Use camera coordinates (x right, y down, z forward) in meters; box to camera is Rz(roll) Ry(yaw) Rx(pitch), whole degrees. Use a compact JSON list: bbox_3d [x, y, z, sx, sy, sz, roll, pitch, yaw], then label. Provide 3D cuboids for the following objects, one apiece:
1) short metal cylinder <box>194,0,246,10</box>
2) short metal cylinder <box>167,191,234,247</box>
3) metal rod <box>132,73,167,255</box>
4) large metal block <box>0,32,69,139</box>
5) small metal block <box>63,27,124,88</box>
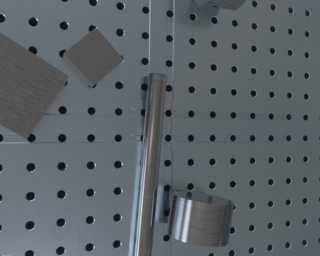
[{"bbox_3d":[0.083,-0.203,0.413,0.050,0.080,0.080,0,90,-20],"label":"short metal cylinder"},{"bbox_3d":[0.052,0.115,0.403,0.081,0.080,0.050,9,87,-20],"label":"short metal cylinder"},{"bbox_3d":[-0.016,0.078,0.406,0.025,0.025,0.298,6,88,-20],"label":"metal rod"},{"bbox_3d":[-0.159,-0.043,0.340,0.080,0.050,0.080,33,79,-17],"label":"large metal block"},{"bbox_3d":[-0.082,-0.086,0.382,0.050,0.025,0.050,-45,104,-14],"label":"small metal block"}]
